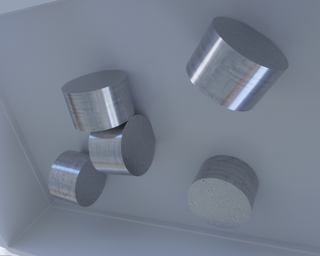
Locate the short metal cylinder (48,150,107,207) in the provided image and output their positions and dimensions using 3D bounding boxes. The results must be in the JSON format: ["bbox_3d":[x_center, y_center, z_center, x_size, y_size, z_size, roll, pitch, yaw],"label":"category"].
[{"bbox_3d":[-0.128,0.079,0.489,0.050,0.080,0.079,10,123,23],"label":"short metal cylinder"}]

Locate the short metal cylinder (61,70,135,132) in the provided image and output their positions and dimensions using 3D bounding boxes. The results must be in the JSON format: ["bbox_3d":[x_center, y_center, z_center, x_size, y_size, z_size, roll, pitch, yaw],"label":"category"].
[{"bbox_3d":[-0.076,-0.036,0.391,0.080,0.080,0.050,3,120,27],"label":"short metal cylinder"}]

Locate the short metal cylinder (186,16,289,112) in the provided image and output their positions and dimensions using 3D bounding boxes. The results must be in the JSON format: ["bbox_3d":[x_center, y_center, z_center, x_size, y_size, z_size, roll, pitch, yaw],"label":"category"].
[{"bbox_3d":[0.072,-0.062,0.297,0.080,0.080,0.050,35,129,5],"label":"short metal cylinder"}]

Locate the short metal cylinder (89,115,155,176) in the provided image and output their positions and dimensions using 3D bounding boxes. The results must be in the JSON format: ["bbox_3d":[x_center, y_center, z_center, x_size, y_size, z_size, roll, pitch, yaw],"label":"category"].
[{"bbox_3d":[-0.048,0.023,0.413,0.050,0.080,0.080,-2,118,29],"label":"short metal cylinder"}]

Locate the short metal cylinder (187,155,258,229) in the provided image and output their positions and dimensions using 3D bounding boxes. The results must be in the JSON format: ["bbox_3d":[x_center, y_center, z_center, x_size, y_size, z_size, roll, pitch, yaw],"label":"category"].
[{"bbox_3d":[0.082,0.082,0.400,0.080,0.050,0.079,13,124,21],"label":"short metal cylinder"}]
